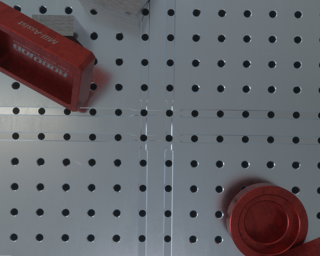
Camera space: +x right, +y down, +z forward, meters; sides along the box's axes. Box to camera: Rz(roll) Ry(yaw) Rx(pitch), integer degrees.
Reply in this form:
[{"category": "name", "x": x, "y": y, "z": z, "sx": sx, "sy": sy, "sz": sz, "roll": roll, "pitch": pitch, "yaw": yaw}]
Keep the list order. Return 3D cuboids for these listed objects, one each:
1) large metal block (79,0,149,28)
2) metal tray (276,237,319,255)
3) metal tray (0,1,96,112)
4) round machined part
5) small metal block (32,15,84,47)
[{"category": "large metal block", "x": -0.053, "y": -0.188, "z": 0.400, "sx": 0.080, "sy": 0.050, "sz": 0.080, "roll": 20, "pitch": 90, "yaw": 0}, {"category": "metal tray", "x": 0.185, "y": 0.209, "z": 0.390, "sx": 0.090, "sy": 0.030, "sz": 0.129, "roll": -23, "pitch": 112, "yaw": 0}, {"category": "metal tray", "x": -0.148, "y": -0.083, "z": 0.379, "sx": 0.130, "sy": 0.089, "sz": 0.030, "roll": 29, "pitch": 54, "yaw": 0}, {"category": "round machined part", "x": 0.136, "y": 0.121, "z": 0.406, "sx": 0.099, "sy": 0.042, "sz": 0.097, "roll": 0, "pitch": 90, "yaw": 0}, {"category": "small metal block", "x": -0.130, "y": -0.124, "z": 0.400, "sx": 0.050, "sy": 0.050, "sz": 0.025, "roll": 1, "pitch": 90, "yaw": 0}]
